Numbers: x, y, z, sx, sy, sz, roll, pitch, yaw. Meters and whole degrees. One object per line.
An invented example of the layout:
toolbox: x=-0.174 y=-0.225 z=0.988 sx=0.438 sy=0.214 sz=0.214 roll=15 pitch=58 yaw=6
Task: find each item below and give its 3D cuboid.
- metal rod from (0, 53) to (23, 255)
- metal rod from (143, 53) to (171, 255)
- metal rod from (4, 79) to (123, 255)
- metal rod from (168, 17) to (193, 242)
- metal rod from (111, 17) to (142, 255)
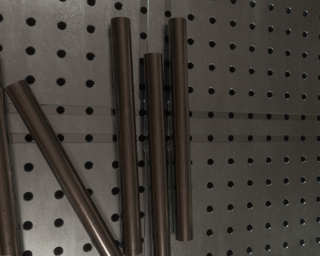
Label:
metal rod: x=-0.176 y=0.066 z=0.347 sx=0.025 sy=0.025 sz=0.298 roll=-6 pitch=92 yaw=-20
metal rod: x=-0.003 y=0.052 z=0.412 sx=0.025 sy=0.025 sz=0.298 roll=-3 pitch=91 yaw=-20
metal rod: x=-0.099 y=0.083 z=0.376 sx=0.025 sy=0.025 sz=0.299 roll=-29 pitch=100 yaw=-18
metal rod: x=0.028 y=0.003 z=0.424 sx=0.025 sy=0.025 sz=0.298 roll=-2 pitch=91 yaw=-20
metal rod: x=-0.043 y=0.011 z=0.397 sx=0.025 sy=0.025 sz=0.298 roll=-3 pitch=91 yaw=-20
